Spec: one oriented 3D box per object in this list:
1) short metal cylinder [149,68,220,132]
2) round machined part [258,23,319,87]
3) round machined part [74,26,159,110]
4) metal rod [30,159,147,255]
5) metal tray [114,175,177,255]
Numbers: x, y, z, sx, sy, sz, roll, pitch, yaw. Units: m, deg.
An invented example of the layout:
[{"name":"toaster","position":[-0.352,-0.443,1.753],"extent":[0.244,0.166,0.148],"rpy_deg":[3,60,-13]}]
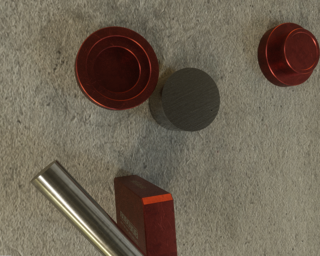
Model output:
[{"name":"short metal cylinder","position":[0.031,-0.036,0.408],"extent":[0.081,0.050,0.079],"rpy_deg":[0,90,-21]},{"name":"round machined part","position":[0.204,-0.114,0.477],"extent":[0.099,0.042,0.097],"rpy_deg":[0,90,-21]},{"name":"round machined part","position":[-0.054,-0.070,0.381],"extent":[0.099,0.042,0.097],"rpy_deg":[0,90,-21]},{"name":"metal rod","position":[0.002,0.146,0.272],"extent":[0.025,0.025,0.300],"rpy_deg":[-43,104,-15]},{"name":"metal tray","position":[-0.021,0.107,0.347],"extent":[0.030,0.130,0.089],"rpy_deg":[-5,92,-20]}]
